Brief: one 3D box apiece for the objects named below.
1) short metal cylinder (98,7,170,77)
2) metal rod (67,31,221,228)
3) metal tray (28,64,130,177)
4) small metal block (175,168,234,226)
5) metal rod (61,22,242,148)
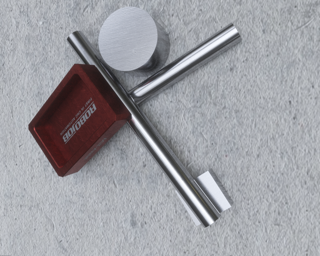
[{"bbox_3d":[-0.032,-0.110,0.407,0.080,0.050,0.079,0,90,19],"label":"short metal cylinder"},{"bbox_3d":[-0.027,-0.007,0.393,0.025,0.025,0.299,-41,78,15],"label":"metal rod"},{"bbox_3d":[-0.109,-0.008,0.404,0.130,0.030,0.090,-43,76,26],"label":"metal tray"},{"bbox_3d":[0.056,0.086,0.390,0.050,0.025,0.050,-35,79,16],"label":"small metal block"},{"bbox_3d":[-0.030,-0.044,0.420,0.300,0.025,0.025,-31,80,17],"label":"metal rod"}]
